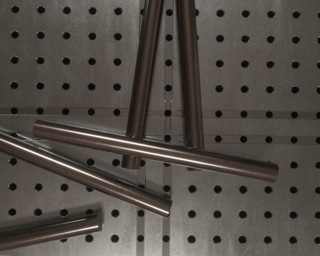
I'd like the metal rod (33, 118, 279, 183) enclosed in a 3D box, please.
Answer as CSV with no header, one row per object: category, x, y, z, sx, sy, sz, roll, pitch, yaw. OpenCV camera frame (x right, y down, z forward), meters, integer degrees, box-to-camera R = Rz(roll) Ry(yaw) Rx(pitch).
metal rod,-0.004,0.029,0.387,0.302,0.025,0.025,11,90,-1

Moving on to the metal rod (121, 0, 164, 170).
metal rod,-0.018,-0.095,0.413,0.025,0.025,0.298,8,90,-1

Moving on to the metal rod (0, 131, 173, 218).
metal rod,-0.128,0.052,0.411,0.301,0.025,0.025,22,90,-1

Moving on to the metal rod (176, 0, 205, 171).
metal rod,0.039,-0.093,0.413,0.025,0.025,0.298,-4,90,-1

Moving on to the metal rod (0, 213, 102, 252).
metal rod,-0.228,0.154,0.410,0.302,0.025,0.025,-11,90,-1
